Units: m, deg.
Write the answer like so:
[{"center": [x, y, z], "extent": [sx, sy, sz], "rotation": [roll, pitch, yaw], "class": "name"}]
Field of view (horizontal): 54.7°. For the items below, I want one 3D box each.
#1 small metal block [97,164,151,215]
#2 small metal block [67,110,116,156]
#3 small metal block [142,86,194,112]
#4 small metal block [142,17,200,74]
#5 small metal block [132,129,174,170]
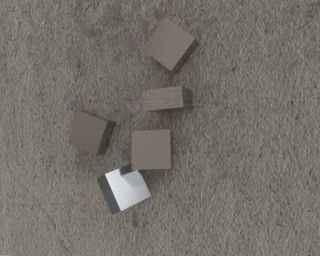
[{"center": [-0.047, 0.079, 0.409], "extent": [0.025, 0.050, 0.050], "rotation": [-35, 77, 47], "class": "small metal block"}, {"center": [-0.098, 0.006, 0.444], "extent": [0.050, 0.025, 0.050], "rotation": [21, 97, 18], "class": "small metal block"}, {"center": [0.011, -0.035, 0.392], "extent": [0.050, 0.050, 0.025], "rotation": [-5, 89, 20], "class": "small metal block"}, {"center": [0.015, -0.107, 0.404], "extent": [0.050, 0.025, 0.050], "rotation": [41, 103, 15], "class": "small metal block"}, {"center": [-0.009, 0.029, 0.404], "extent": [0.050, 0.025, 0.050], "rotation": [-3, 80, 10], "class": "small metal block"}]
